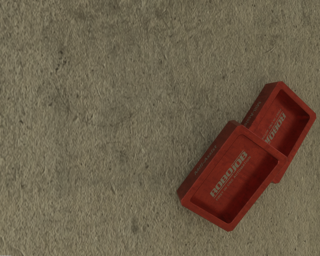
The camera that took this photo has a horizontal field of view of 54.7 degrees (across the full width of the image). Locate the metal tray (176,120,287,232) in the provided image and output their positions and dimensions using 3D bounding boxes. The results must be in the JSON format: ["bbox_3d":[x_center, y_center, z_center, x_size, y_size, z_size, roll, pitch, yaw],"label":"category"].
[{"bbox_3d":[0.096,0.066,0.420,0.090,0.030,0.130,34,97,-16],"label":"metal tray"}]

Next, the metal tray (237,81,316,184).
[{"bbox_3d":[0.170,0.006,0.468,0.090,0.030,0.130,38,78,-16],"label":"metal tray"}]
